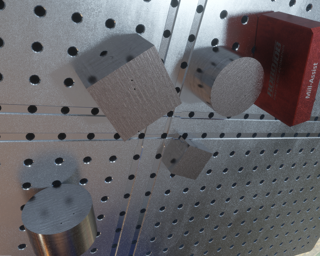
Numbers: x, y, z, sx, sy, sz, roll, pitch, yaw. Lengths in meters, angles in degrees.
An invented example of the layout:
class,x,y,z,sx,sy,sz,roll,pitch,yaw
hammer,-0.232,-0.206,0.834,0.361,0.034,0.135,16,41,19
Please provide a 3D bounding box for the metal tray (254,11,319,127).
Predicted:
class,x,y,z,sx,sy,sz,roll,pitch,yaw
metal tray,0.165,-0.078,0.410,0.030,0.090,0.129,-17,125,-19

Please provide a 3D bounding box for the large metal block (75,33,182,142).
class,x,y,z,sx,sy,sz,roll,pitch,yaw
large metal block,-0.033,-0.045,0.349,0.080,0.050,0.080,-34,129,-6

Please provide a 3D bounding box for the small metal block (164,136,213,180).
class,x,y,z,sx,sy,sz,roll,pitch,yaw
small metal block,0.043,0.046,0.463,0.050,0.025,0.050,21,107,-36

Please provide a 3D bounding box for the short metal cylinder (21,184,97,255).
class,x,y,z,sx,sy,sz,roll,pitch,yaw
short metal cylinder,-0.121,0.115,0.380,0.081,0.080,0.050,-14,125,-21

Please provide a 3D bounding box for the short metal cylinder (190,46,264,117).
class,x,y,z,sx,sy,sz,roll,pitch,yaw
short metal cylinder,0.087,-0.061,0.405,0.081,0.050,0.079,-14,124,-21
